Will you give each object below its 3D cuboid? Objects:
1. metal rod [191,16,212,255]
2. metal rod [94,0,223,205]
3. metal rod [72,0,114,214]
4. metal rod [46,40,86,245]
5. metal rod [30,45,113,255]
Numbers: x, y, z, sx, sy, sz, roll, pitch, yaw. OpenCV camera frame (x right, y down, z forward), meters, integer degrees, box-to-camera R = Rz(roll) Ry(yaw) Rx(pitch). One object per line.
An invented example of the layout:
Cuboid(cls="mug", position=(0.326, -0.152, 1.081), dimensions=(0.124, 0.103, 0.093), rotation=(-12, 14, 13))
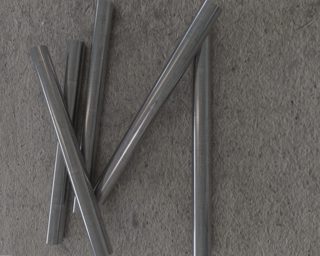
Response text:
Cuboid(cls="metal rod", position=(0.052, 0.010, 0.390), dimensions=(0.025, 0.025, 0.298), rotation=(0, 90, 20))
Cuboid(cls="metal rod", position=(-0.014, -0.020, 0.398), dimensions=(0.025, 0.025, 0.298), rotation=(37, 108, 16))
Cuboid(cls="metal rod", position=(-0.096, -0.028, 0.442), dimensions=(0.025, 0.025, 0.298), rotation=(8, 93, 20))
Cuboid(cls="metal rod", position=(-0.140, 0.022, 0.458), dimensions=(0.025, 0.025, 0.298), rotation=(8, 93, 20))
Cuboid(cls="metal rod", position=(-0.123, 0.028, 0.424), dimensions=(0.025, 0.025, 0.299), rotation=(-22, 83, 19))
